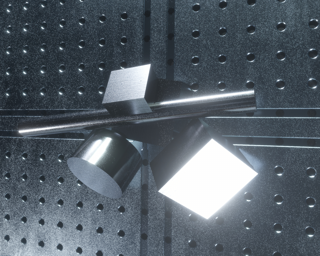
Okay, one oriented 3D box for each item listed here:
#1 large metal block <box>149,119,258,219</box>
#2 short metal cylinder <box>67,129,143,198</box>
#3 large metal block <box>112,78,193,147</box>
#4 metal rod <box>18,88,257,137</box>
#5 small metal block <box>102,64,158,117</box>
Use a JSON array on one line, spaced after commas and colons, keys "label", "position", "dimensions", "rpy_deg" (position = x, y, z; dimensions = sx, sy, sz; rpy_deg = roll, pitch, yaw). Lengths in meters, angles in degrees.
[{"label": "large metal block", "position": [0.048, 0.046, 0.356], "dimensions": [0.080, 0.050, 0.080], "rpy_deg": [36, 106, -29]}, {"label": "short metal cylinder", "position": [-0.070, 0.046, 0.398], "dimensions": [0.080, 0.080, 0.050], "rpy_deg": [21, 54, 18]}, {"label": "large metal block", "position": [-0.010, -0.023, 0.398], "dimensions": [0.080, 0.050, 0.079], "rpy_deg": [12, 94, 19]}, {"label": "metal rod", "position": [-0.042, -0.015, 0.370], "dimensions": [0.301, 0.025, 0.025], "rpy_deg": [-6, 88, 20]}, {"label": "small metal block", "position": [-0.033, -0.043, 0.354], "dimensions": [0.050, 0.025, 0.050], "rpy_deg": [-6, 53, 20]}]
